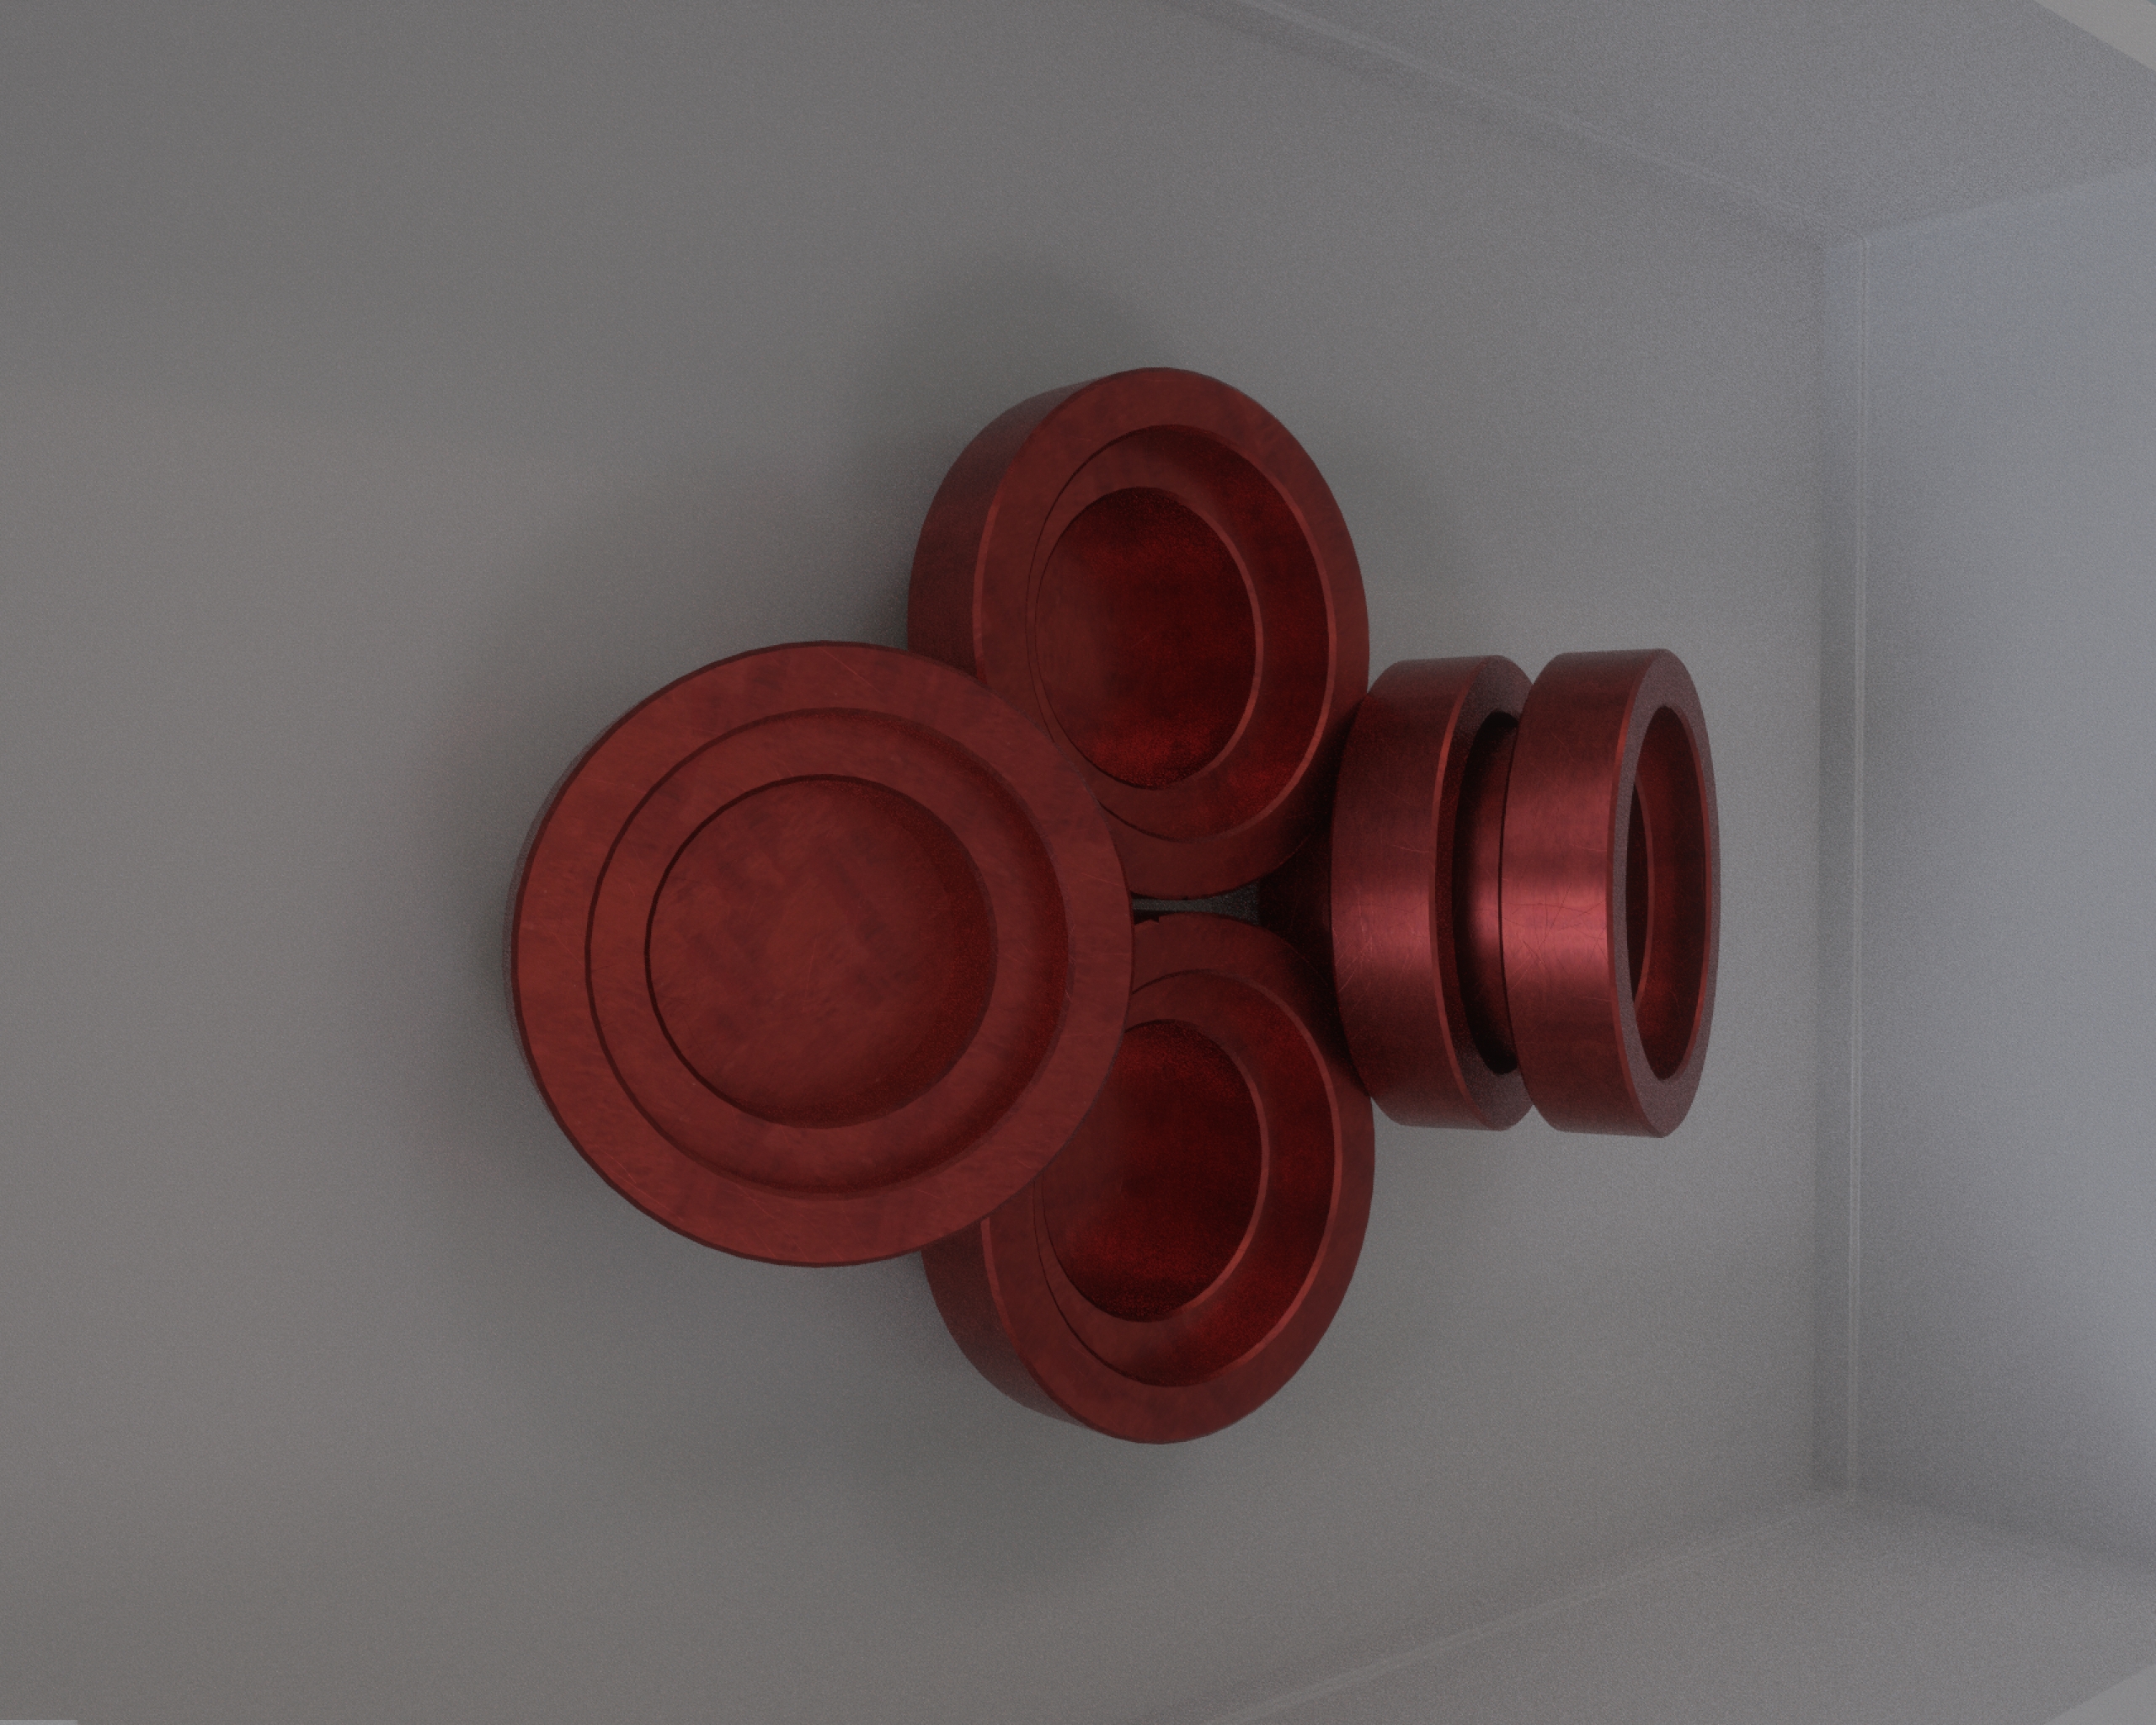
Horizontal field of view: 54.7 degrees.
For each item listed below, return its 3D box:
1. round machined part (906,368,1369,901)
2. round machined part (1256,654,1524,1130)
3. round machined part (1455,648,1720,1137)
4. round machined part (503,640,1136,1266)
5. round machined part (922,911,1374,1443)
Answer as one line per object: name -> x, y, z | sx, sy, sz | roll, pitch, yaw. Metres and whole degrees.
round machined part -> 0.007, -0.042, 0.398 | 0.099, 0.042, 0.097 | 0, 90, -40
round machined part -> 0.070, 0.006, 0.438 | 0.098, 0.042, 0.097 | 2, 87, -62
round machined part -> 0.100, 0.006, 0.426 | 0.098, 0.042, 0.097 | 0, 90, -62
round machined part -> -0.044, 0.014, 0.343 | 0.099, 0.042, 0.097 | 0, 90, -19
round machined part -> 0.008, 0.057, 0.400 | 0.099, 0.042, 0.097 | 0, 90, -40
